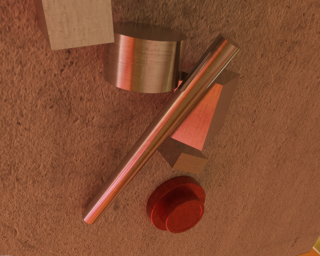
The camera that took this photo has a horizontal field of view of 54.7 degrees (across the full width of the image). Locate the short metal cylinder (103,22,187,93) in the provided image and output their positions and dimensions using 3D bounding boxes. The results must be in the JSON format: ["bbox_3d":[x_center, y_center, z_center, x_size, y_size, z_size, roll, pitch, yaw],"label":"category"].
[{"bbox_3d":[-0.016,-0.074,0.318,0.081,0.080,0.050,-6,121,-26],"label":"short metal cylinder"}]

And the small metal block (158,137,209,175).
[{"bbox_3d":[0.031,0.036,0.432,0.050,0.050,0.025,18,109,-36],"label":"small metal block"}]

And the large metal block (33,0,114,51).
[{"bbox_3d":[-0.078,-0.118,0.256,0.050,0.080,0.079,-14,125,-21],"label":"large metal block"}]

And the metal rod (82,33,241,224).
[{"bbox_3d":[-0.015,0.021,0.362,0.025,0.025,0.298,16,125,-35],"label":"metal rod"}]

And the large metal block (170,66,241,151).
[{"bbox_3d":[0.052,-0.030,0.378,0.080,0.050,0.079,-33,142,-58],"label":"large metal block"}]

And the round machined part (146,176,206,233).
[{"bbox_3d":[0.031,0.128,0.494,0.099,0.042,0.097,-14,125,-21],"label":"round machined part"}]
